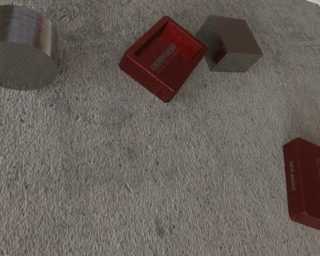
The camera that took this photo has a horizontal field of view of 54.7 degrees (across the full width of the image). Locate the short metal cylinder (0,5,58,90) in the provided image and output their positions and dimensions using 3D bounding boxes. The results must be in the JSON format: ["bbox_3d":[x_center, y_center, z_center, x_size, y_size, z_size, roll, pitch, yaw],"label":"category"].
[{"bbox_3d":[-0.154,-0.084,0.337,0.081,0.080,0.050,5,60,-26],"label":"short metal cylinder"}]

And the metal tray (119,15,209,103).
[{"bbox_3d":[0.010,-0.108,0.471,0.090,0.030,0.130,38,51,-3],"label":"metal tray"}]

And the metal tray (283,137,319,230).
[{"bbox_3d":[0.239,0.087,0.476,0.091,0.030,0.130,22,54,-15],"label":"metal tray"}]

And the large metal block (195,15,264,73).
[{"bbox_3d":[0.119,-0.145,0.540,0.081,0.050,0.080,-4,64,-30],"label":"large metal block"}]
